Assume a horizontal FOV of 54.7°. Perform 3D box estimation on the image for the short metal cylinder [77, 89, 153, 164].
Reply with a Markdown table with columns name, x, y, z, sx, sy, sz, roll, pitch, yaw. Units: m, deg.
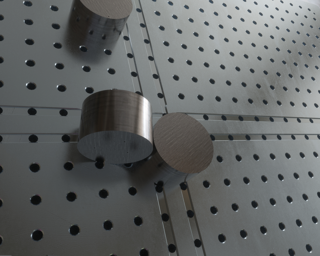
| name | x | y | z | sx | sy | sz | roll | pitch | yaw |
| --- | --- | --- | --- | --- | --- | --- | --- | --- | --- |
| short metal cylinder | -0.048 | 0.001 | 0.346 | 0.081 | 0.080 | 0.050 | 12 | 57 | -22 |

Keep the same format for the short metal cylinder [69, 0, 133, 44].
| name | x | y | z | sx | sy | sz | roll | pitch | yaw |
| --- | --- | --- | --- | --- | --- | --- | --- | --- | --- |
| short metal cylinder | -0.086 | -0.170 | 0.449 | 0.081 | 0.050 | 0.080 | 14 | 56 | -21 |

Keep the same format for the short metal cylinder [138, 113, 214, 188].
| name | x | y | z | sx | sy | sz | roll | pitch | yaw |
| --- | --- | --- | --- | --- | --- | --- | --- | --- | --- |
| short metal cylinder | 0.019 | 0.028 | 0.385 | 0.081 | 0.050 | 0.080 | 14 | 56 | -21 |
